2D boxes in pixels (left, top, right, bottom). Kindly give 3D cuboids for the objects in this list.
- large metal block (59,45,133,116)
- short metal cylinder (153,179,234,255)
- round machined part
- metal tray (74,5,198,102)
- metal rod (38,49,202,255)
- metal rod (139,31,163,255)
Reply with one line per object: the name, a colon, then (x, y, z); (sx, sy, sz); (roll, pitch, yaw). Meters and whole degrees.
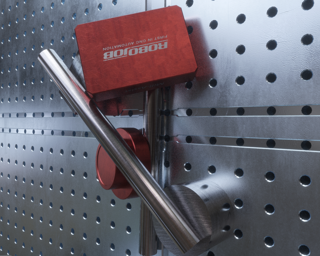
large metal block: (-0.083, -0.065, 0.441); (0.050, 0.081, 0.080); (49, 119, 28)
short metal cylinder: (0.038, 0.103, 0.361); (0.080, 0.050, 0.079); (0, 90, 39)
round machined part: (-0.056, 0.048, 0.421); (0.098, 0.042, 0.097); (-1, 89, 57)
metal tray: (-0.029, -0.091, 0.376); (0.131, 0.030, 0.090); (-13, 79, -4)
metal rod: (-0.059, 0.013, 0.364); (0.300, 0.025, 0.025); (50, 119, 19)
metal rod: (-0.011, 0.020, 0.417); (0.025, 0.025, 0.298); (3, 92, 39)
